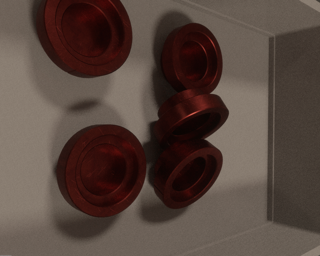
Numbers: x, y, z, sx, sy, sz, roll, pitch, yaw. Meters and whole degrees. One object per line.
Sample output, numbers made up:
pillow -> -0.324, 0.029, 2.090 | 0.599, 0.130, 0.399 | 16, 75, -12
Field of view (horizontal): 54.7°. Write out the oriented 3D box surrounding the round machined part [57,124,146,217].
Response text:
round machined part -> -0.066, 0.045, 0.342 | 0.099, 0.042, 0.097 | 0, 90, -40

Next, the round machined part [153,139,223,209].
round machined part -> 0.032, 0.055, 0.407 | 0.099, 0.042, 0.097 | -23, 133, -27

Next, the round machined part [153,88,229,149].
round machined part -> 0.036, -0.014, 0.404 | 0.099, 0.097, 0.042 | -3, 57, -40

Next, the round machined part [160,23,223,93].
round machined part -> 0.040, -0.092, 0.431 | 0.099, 0.042, 0.097 | 0, 90, -40

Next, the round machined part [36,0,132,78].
round machined part -> -0.082, -0.101, 0.328 | 0.099, 0.042, 0.097 | 0, 90, -40
